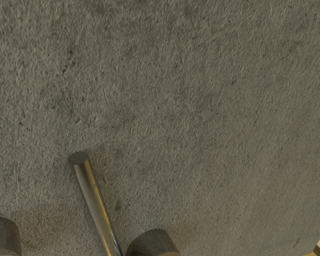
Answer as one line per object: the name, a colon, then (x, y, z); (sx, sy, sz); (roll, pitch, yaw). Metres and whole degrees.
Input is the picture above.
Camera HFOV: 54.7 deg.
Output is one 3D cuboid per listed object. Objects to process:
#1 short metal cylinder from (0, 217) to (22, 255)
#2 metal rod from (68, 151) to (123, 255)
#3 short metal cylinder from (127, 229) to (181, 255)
short metal cylinder: (-0.210, 0.154, 0.371); (0.081, 0.050, 0.079); (-14, 124, -21)
metal rod: (-0.080, 0.157, 0.460); (0.025, 0.025, 0.298); (-21, 127, -16)
short metal cylinder: (-0.009, 0.218, 0.521); (0.081, 0.050, 0.079); (-14, 124, -21)
